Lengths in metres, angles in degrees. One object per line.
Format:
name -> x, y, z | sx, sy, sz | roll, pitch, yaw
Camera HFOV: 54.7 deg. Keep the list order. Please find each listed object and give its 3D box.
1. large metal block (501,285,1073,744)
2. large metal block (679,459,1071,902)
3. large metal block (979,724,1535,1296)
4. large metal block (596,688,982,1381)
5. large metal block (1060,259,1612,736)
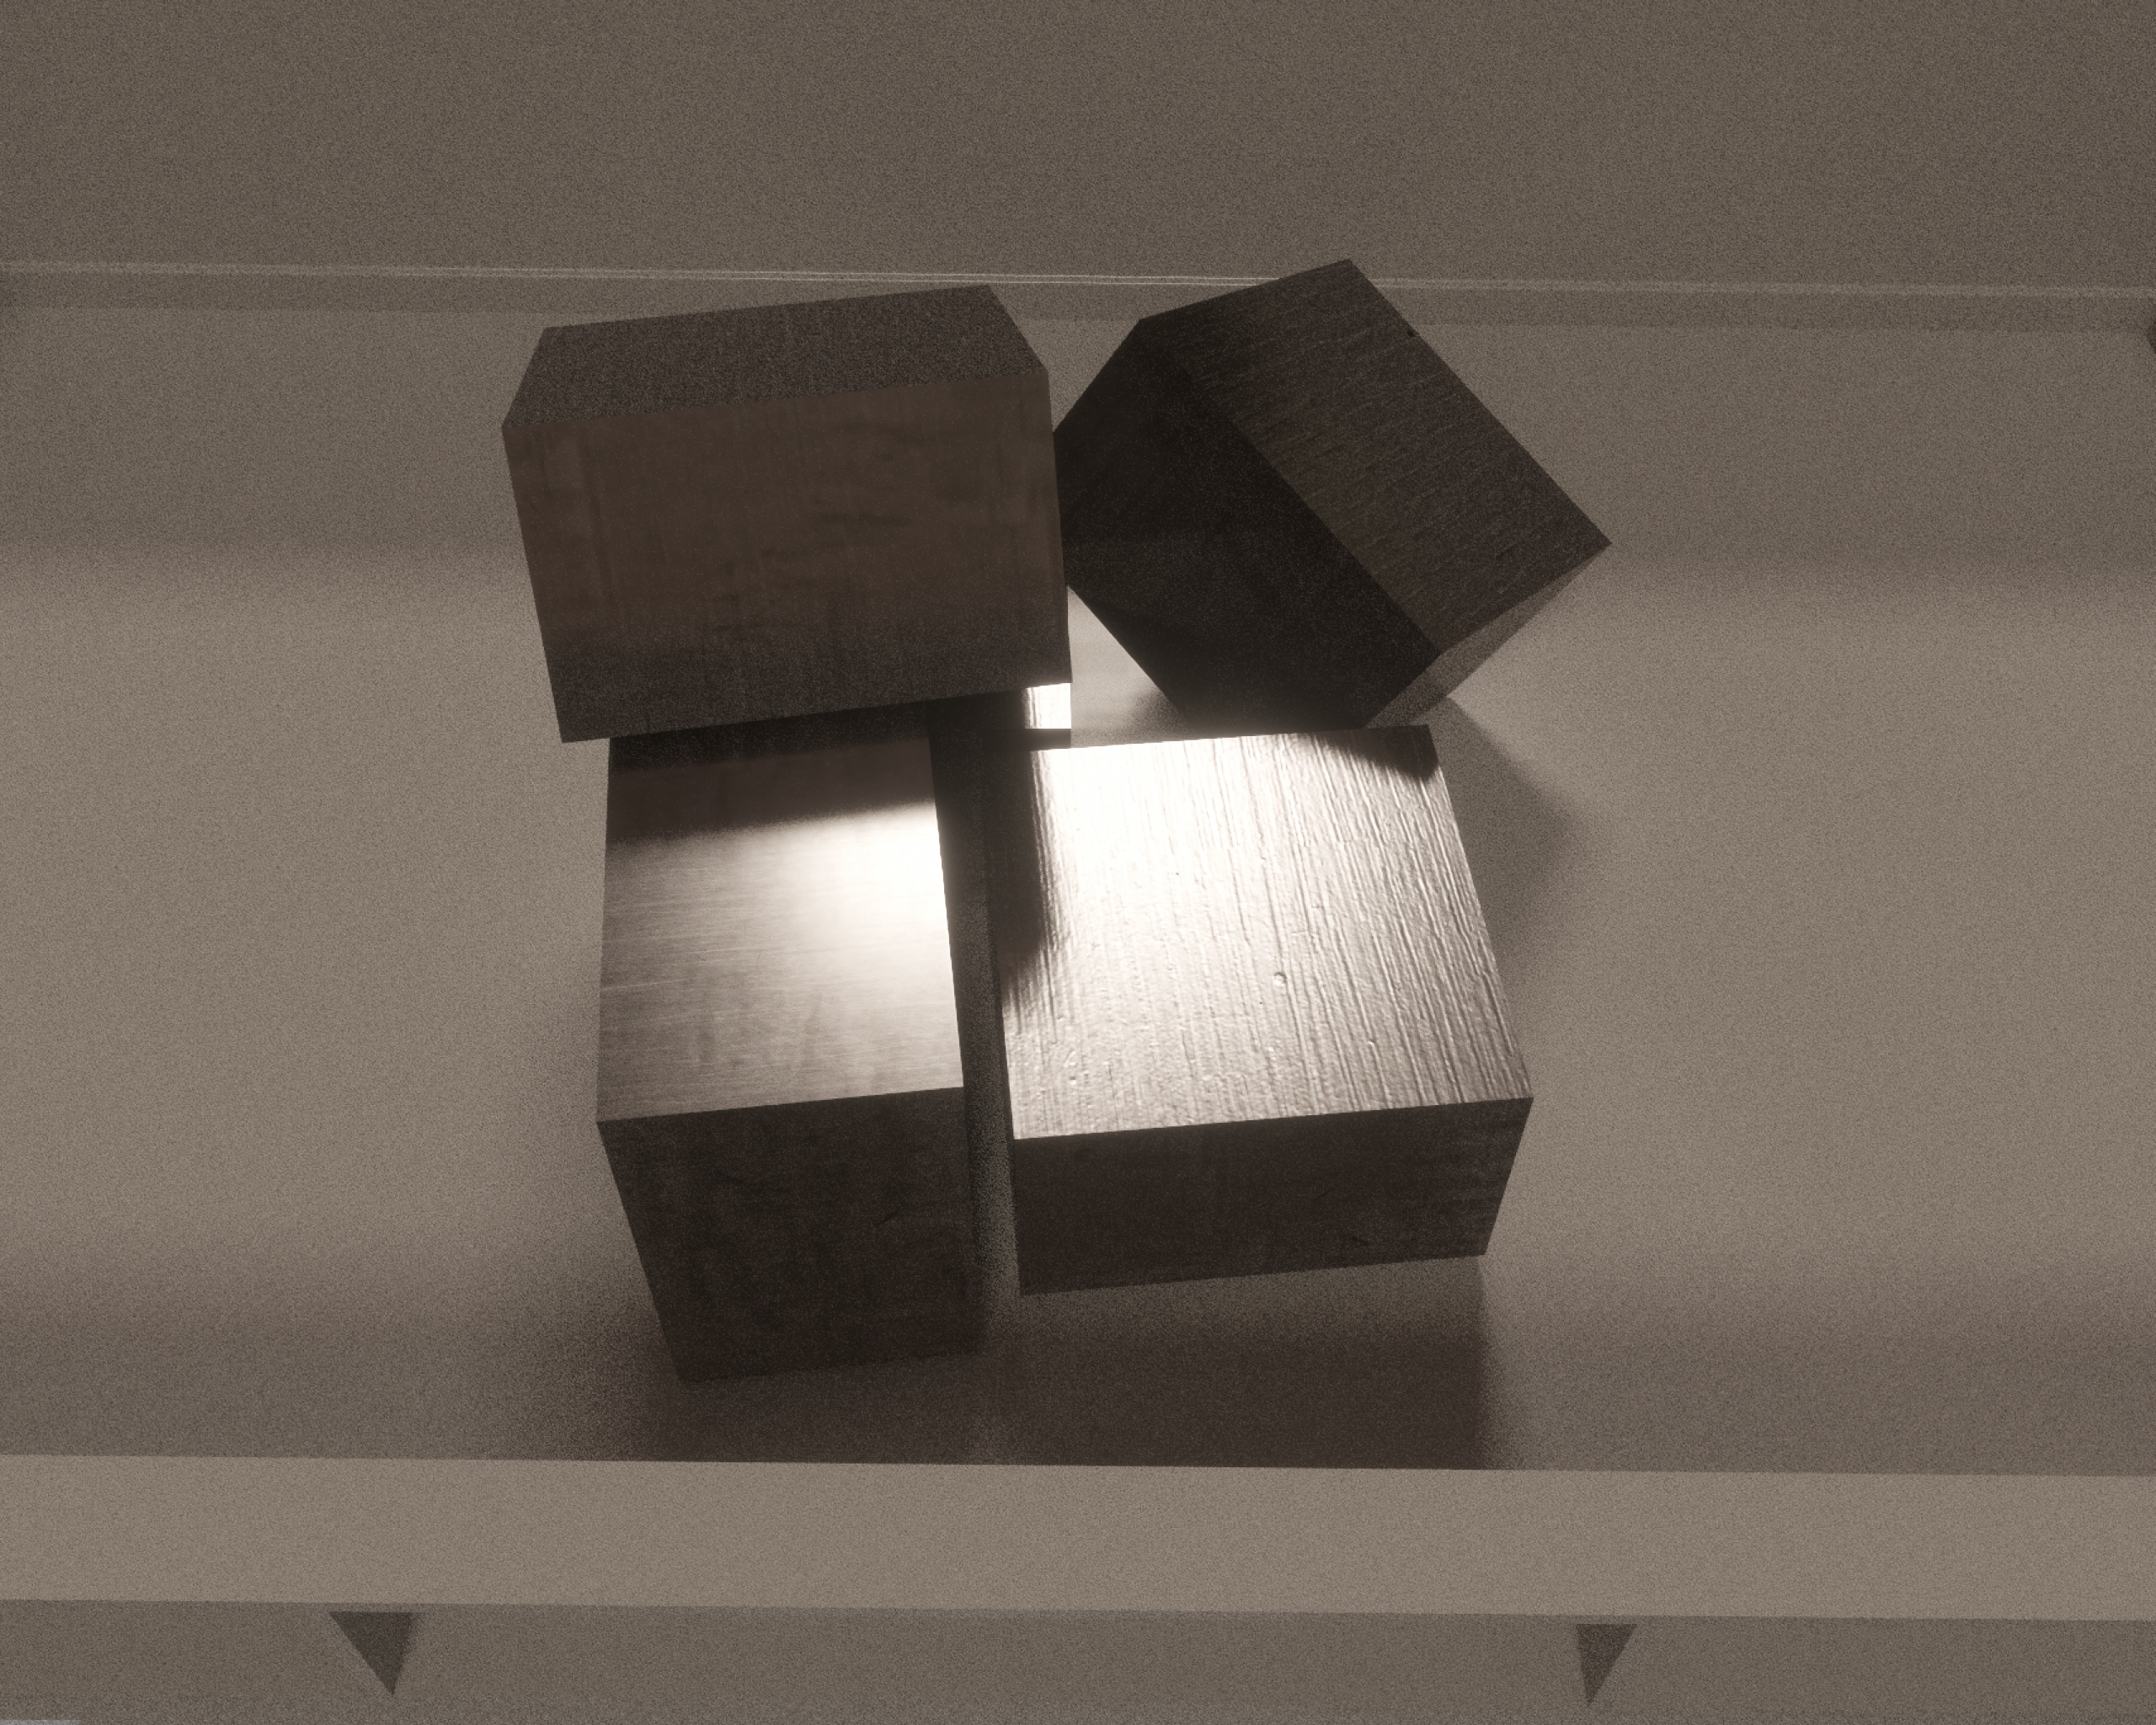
large metal block -> -0.048, -0.062, 0.354 | 0.081, 0.050, 0.080 | -7, 25, -6
large metal block -> -0.042, -0.038, 0.419 | 0.081, 0.050, 0.080 | -1, 50, -1
large metal block -> 0.026, 0.024, 0.364 | 0.081, 0.050, 0.080 | -4, 50, -4
large metal block -> -0.046, 0.028, 0.343 | 0.050, 0.080, 0.080 | -5, 50, -5
large metal block -> 0.046, -0.067, 0.410 | 0.080, 0.050, 0.081 | 50, 41, 7
